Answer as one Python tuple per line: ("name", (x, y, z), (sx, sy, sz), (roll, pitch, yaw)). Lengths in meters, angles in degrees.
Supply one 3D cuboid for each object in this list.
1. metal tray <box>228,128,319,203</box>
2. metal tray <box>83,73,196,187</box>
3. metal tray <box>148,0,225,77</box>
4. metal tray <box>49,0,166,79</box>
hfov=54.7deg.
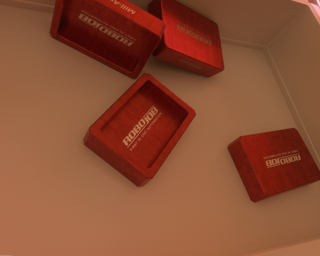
("metal tray", (0.174, 0.051, 0.464), (0.131, 0.030, 0.090), (-7, 65, -31))
("metal tray", (-0.020, -0.003, 0.392), (0.090, 0.030, 0.131), (39, 51, -2))
("metal tray", (0.043, -0.138, 0.477), (0.131, 0.030, 0.090), (10, 68, -41))
("metal tray", (-0.070, -0.128, 0.404), (0.131, 0.090, 0.030), (26, 53, -12))
